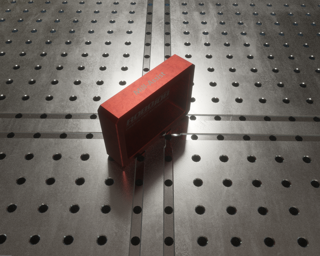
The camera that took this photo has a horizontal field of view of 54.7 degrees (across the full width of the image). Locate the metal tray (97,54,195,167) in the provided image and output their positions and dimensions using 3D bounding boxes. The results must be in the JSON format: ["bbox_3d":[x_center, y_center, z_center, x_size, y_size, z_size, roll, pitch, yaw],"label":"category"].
[{"bbox_3d":[-0.012,-0.022,0.383,0.030,0.089,0.131,35,58,25],"label":"metal tray"}]
